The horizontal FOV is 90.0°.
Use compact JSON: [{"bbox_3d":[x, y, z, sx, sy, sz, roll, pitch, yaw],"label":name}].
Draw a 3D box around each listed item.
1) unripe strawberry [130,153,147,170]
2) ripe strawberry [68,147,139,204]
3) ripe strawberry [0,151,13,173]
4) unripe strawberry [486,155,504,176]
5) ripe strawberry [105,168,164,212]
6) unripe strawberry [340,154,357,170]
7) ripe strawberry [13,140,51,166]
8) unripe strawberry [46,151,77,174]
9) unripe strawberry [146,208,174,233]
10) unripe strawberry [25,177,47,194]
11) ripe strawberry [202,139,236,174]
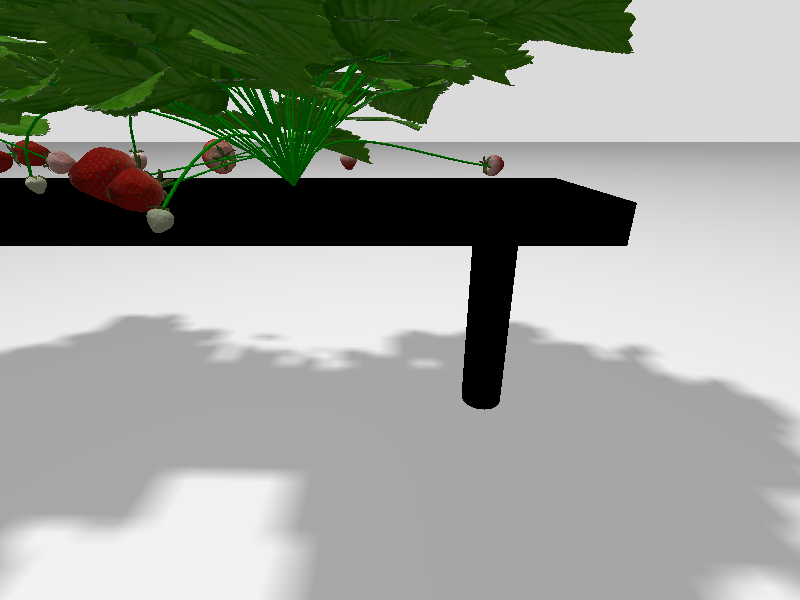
[{"bbox_3d":[-0.317,-0.168,0.485,0.019,0.020,0.018,16,27,32],"label":"unripe strawberry"},{"bbox_3d":[-0.176,-0.073,0.238,0.037,0.033,0.034,18,29,36],"label":"ripe strawberry"},{"bbox_3d":[-0.453,-0.157,0.450,0.026,0.027,0.028,15,27,32],"label":"ripe strawberry"},{"bbox_3d":[0.095,-0.135,0.402,0.020,0.021,0.018,-8,24,-20],"label":"unripe strawberry"},{"bbox_3d":[-0.146,-0.060,0.219,0.027,0.023,0.027,10,25,22],"label":"ripe strawberry"},{"bbox_3d":[-0.063,-0.170,0.489,0.021,0.021,0.018,4,27,9],"label":"unripe strawberry"},{"bbox_3d":[-0.459,-0.183,0.500,0.036,0.031,0.036,10,24,22],"label":"ripe strawberry"},{"bbox_3d":[-0.347,-0.141,0.412,0.024,0.023,0.026,2,20,-26],"label":"unripe strawberry"},{"bbox_3d":[-0.109,-0.036,0.182,0.011,0.011,0.010,3,-20,6],"label":"unripe strawberry"},{"bbox_3d":[-0.254,-0.080,0.280,0.011,0.012,0.011,-8,24,-19],"label":"unripe strawberry"},{"bbox_3d":[-0.200,-0.157,0.439,0.035,0.037,0.037,-20,30,-39],"label":"ripe strawberry"}]
